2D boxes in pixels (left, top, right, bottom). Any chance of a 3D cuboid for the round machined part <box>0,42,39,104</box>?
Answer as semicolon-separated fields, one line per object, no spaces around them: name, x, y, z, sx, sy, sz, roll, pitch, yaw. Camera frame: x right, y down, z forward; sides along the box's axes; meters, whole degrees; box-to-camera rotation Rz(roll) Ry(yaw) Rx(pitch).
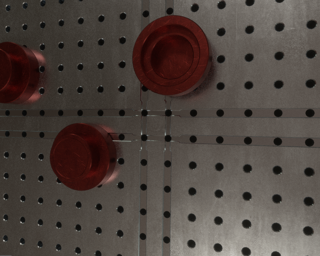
round machined part;-0.245;-0.087;0.488;0.098;0.042;0.097;0;90;19

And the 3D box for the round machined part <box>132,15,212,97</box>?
round machined part;0.018;-0.089;0.397;0.098;0.042;0.097;0;90;19

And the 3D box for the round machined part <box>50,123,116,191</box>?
round machined part;-0.116;0.041;0.443;0.098;0.042;0.097;0;90;19
